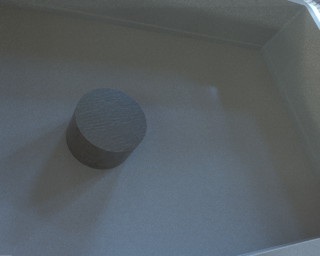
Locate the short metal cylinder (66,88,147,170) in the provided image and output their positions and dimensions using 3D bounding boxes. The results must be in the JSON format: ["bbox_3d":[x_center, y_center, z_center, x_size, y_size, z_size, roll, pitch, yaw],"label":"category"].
[{"bbox_3d":[-0.062,0.001,0.356,0.081,0.050,0.080,14,56,-21],"label":"short metal cylinder"}]
